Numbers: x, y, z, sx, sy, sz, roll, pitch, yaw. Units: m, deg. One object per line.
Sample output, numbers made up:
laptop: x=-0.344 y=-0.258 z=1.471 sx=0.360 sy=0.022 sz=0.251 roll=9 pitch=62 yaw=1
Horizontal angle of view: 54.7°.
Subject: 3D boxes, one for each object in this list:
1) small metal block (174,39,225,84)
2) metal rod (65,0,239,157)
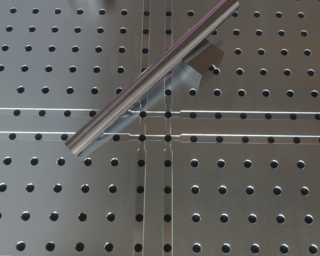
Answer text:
small metal block: x=0.056 y=-0.101 z=0.450 sx=0.050 sy=0.025 sz=0.050 roll=41 pitch=75 yaw=13
metal rod: x=-0.006 y=-0.074 z=0.418 sx=0.300 sy=0.025 sz=0.025 roll=-43 pitch=76 yaw=-7
